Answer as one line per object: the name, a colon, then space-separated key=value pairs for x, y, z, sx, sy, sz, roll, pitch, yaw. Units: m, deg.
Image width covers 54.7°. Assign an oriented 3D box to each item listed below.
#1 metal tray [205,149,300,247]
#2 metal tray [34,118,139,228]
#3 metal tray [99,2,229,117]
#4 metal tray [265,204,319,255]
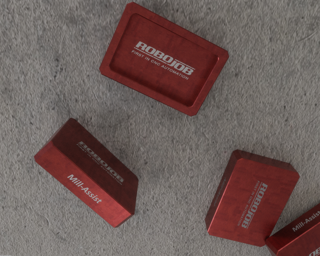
metal tray: x=0.129 y=0.103 z=0.446 sx=0.091 sy=0.030 sz=0.129 roll=15 pitch=109 yaw=-6
metal tray: x=-0.085 y=0.054 z=0.393 sx=0.030 sy=0.090 sz=0.130 roll=-41 pitch=105 yaw=14
metal tray: x=0.004 y=-0.081 z=0.376 sx=0.131 sy=0.030 sz=0.089 roll=25 pitch=108 yaw=-9
metal tray: x=0.230 y=0.169 z=0.454 sx=0.130 sy=0.030 sz=0.090 roll=-32 pitch=108 yaw=-5
